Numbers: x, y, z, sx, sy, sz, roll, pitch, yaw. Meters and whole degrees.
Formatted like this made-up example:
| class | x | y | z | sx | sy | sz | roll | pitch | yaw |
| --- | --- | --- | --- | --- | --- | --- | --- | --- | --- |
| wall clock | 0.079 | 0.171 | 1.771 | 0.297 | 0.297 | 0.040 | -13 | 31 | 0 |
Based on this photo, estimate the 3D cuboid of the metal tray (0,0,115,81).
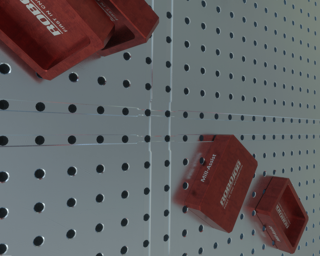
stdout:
| class | x | y | z | sx | sy | sz | roll | pitch | yaw |
| --- | --- | --- | --- | --- | --- | --- | --- | --- | --- |
| metal tray | -0.114 | -0.110 | 0.266 | 0.130 | 0.090 | 0.030 | 47 | 41 | -30 |

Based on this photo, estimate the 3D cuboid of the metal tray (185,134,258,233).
| class | x | y | z | sx | sy | sz | roll | pitch | yaw |
| --- | --- | --- | --- | --- | --- | --- | --- | --- | --- |
| metal tray | 0.101 | 0.086 | 0.489 | 0.090 | 0.030 | 0.130 | 43 | 64 | -31 |

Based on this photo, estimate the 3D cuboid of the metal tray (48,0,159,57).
| class | x | y | z | sx | sy | sz | roll | pitch | yaw |
| --- | --- | --- | --- | --- | --- | --- | --- | --- | --- |
| metal tray | -0.074 | -0.131 | 0.303 | 0.130 | 0.090 | 0.030 | 42 | 65 | -32 |

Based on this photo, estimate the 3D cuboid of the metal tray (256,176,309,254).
| class | x | y | z | sx | sy | sz | roll | pitch | yaw |
| --- | --- | --- | --- | --- | --- | --- | --- | --- | --- |
| metal tray | 0.242 | 0.170 | 0.607 | 0.090 | 0.030 | 0.130 | -50 | 119 | -28 |
